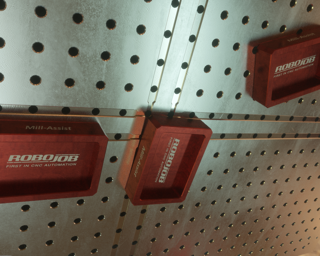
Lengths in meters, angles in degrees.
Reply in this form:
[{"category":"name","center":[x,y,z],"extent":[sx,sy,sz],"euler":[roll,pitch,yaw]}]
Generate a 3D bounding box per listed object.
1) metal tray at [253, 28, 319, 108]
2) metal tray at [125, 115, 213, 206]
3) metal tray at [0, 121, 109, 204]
[{"category":"metal tray","center":[0.203,-0.091,0.461],"extent":[0.131,0.030,0.089],"euler":[-19,126,-18]},{"category":"metal tray","center":[0.011,0.049,0.443],"extent":[0.091,0.030,0.129],"euler":[4,116,-31]},{"category":"metal tray","center":[-0.133,0.039,0.358],"extent":[0.131,0.030,0.089],"euler":[2,118,-29]}]
